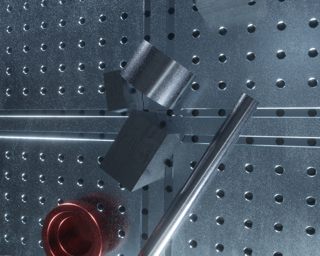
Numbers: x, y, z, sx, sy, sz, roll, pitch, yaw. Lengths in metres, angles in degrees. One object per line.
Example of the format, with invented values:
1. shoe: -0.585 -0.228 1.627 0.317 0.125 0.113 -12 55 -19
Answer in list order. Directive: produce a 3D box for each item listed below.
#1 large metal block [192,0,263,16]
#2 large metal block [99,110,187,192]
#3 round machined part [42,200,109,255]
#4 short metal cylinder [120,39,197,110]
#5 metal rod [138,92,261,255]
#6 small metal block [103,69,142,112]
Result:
1. large metal block: 0.079 -0.192 0.371 0.080 0.050 0.080 -8 88 19
2. large metal block: -0.018 0.026 0.390 0.050 0.080 0.080 35 101 16
3. round machined part: -0.116 0.152 0.444 0.098 0.042 0.097 0 90 20
4. short metal cylinder: -0.001 -0.066 0.384 0.080 0.080 0.050 38 102 16
5. metal rod: 0.035 0.089 0.400 0.025 0.025 0.299 34 101 16
6. small metal block: -0.049 -0.048 0.417 0.025 0.050 0.050 -9 87 20
